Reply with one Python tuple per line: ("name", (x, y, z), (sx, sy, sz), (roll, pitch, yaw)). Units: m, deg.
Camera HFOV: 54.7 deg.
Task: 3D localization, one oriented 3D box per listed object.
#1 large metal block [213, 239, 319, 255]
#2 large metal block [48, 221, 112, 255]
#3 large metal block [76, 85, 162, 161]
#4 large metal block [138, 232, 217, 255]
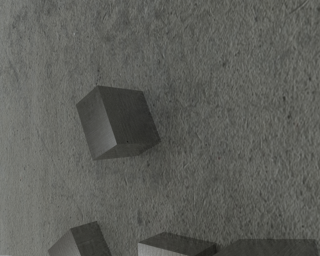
("large metal block", (0.098, 0.140, 0.288), (0.080, 0.081, 0.050), (-16, 80, 39))
("large metal block", (-0.125, 0.208, 0.492), (0.080, 0.050, 0.080), (-46, 63, 30))
("large metal block", (-0.055, -0.006, 0.414), (0.050, 0.081, 0.080), (-33, 70, 35))
("large metal block", (0.021, 0.178, 0.371), (0.080, 0.050, 0.080), (-4, 88, 40))
